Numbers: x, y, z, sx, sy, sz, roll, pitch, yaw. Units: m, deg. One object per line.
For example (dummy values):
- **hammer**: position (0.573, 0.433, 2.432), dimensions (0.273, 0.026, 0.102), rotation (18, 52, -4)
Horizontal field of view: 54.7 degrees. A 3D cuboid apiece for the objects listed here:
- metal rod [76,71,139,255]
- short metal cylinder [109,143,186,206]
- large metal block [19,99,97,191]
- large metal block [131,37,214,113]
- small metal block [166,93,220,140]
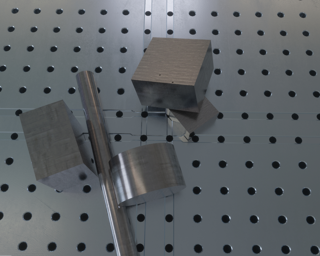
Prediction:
- **metal rod**: position (-0.064, 0.061, 0.388), dimensions (0.025, 0.025, 0.299), rotation (-15, 71, -6)
- **short metal cylinder**: position (-0.015, 0.056, 0.362), dimensions (0.081, 0.080, 0.050), rotation (-15, 71, -5)
- **large metal block**: position (-0.119, 0.024, 0.373), dimensions (0.050, 0.080, 0.080), rotation (-21, 72, -7)
- **large metal block**: position (0.020, -0.071, 0.406), dimensions (0.080, 0.050, 0.080), rotation (9, 57, 21)
- **small metal block**: position (0.043, -0.021, 0.420), dimensions (0.050, 0.025, 0.050), rotation (-35, 74, -12)
